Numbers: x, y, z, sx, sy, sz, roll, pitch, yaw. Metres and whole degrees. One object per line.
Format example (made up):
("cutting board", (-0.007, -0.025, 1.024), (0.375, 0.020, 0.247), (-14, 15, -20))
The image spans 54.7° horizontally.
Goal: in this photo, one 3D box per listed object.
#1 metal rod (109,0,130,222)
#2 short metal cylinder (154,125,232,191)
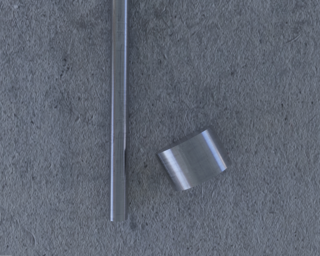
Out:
("metal rod", (-0.054, -0.029, 0.409), (0.025, 0.025, 0.298), (1, 90, 0))
("short metal cylinder", (0.040, 0.036, 0.383), (0.080, 0.080, 0.050), (-27, 90, 0))
